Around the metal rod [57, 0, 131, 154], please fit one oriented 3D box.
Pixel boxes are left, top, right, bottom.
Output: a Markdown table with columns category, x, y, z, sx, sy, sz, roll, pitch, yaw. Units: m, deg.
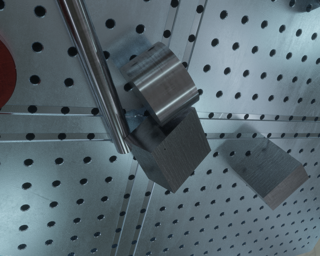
| category | x | y | z | sx | sy | sz | roll | pitch | yaw |
| --- | --- | --- | --- | --- | --- | --- | --- | --- | --- |
| metal rod | -0.075 | -0.091 | 0.313 | 0.025 | 0.025 | 0.298 | -25 | 128 | -13 |

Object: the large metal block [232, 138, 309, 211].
| category | x | y | z | sx | sy | sz | roll | pitch | yaw |
| --- | --- | --- | --- | --- | --- | --- | --- | --- | --- |
| large metal block | 0.186 | 0.076 | 0.524 | 0.080 | 0.080 | 0.050 | -43 | 129 | 1 |

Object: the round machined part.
| category | x | y | z | sx | sy | sz | roll | pitch | yaw |
| --- | --- | --- | --- | --- | --- | --- | --- | --- | --- |
| round machined part | -0.180 | -0.048 | 0.272 | 0.099 | 0.042 | 0.097 | -14 | 124 | -21 |

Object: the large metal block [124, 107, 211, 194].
| category | x | y | z | sx | sy | sz | roll | pitch | yaw |
| --- | --- | --- | --- | --- | --- | --- | --- | --- | --- |
| large metal block | 0.013 | 0.023 | 0.400 | 0.080 | 0.050 | 0.080 | -46 | 132 | -23 |

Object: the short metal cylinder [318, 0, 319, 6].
| category | x | y | z | sx | sy | sz | roll | pitch | yaw |
| --- | --- | --- | --- | --- | --- | --- | --- | --- | --- |
| short metal cylinder | 0.248 | -0.180 | 0.399 | 0.080 | 0.080 | 0.050 | -46 | 129 | 4 |

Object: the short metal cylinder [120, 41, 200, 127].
| category | x | y | z | sx | sy | sz | roll | pitch | yaw |
| --- | --- | --- | --- | --- | --- | --- | --- | --- | --- |
| short metal cylinder | -0.001 | -0.048 | 0.345 | 0.050 | 0.080 | 0.080 | -36 | 129 | -4 |
